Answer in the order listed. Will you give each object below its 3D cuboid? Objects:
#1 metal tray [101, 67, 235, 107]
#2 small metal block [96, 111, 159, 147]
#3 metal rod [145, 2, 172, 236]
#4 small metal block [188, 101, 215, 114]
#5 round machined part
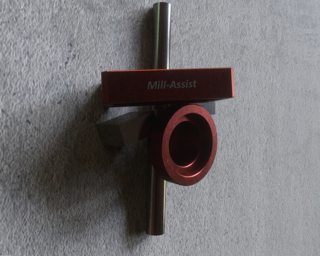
[{"bbox_3d":[0.003,-0.042,0.338,0.131,0.090,0.030,-4,92,-11],"label":"metal tray"},{"bbox_3d":[-0.038,0.000,0.360,0.050,0.050,0.025,-25,106,-38],"label":"small metal block"},{"bbox_3d":[-0.002,-0.013,0.407,0.025,0.025,0.298,3,88,-40],"label":"metal rod"},{"bbox_3d":[0.040,-0.030,0.426,0.050,0.050,0.025,-2,92,-40],"label":"small metal block"},{"bbox_3d":[0.024,0.019,0.381,0.099,0.042,0.097,-4,96,-42],"label":"round machined part"}]
